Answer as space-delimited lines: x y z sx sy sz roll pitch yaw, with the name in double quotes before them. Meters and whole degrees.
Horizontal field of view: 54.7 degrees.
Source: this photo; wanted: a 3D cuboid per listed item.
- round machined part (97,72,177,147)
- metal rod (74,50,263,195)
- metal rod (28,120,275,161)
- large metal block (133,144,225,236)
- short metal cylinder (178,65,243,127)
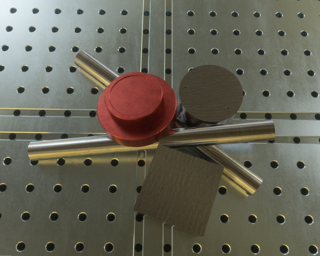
"round machined part" -0.029 -0.029 0.377 0.099 0.042 0.098 -2 61 5
"metal rod" 0.003 -0.014 0.417 0.300 0.025 0.025 37 74 12
"metal rod" -0.014 0.016 0.386 0.302 0.025 0.025 -5 70 5
"large metal block" 0.022 0.075 0.369 0.080 0.050 0.080 19 71 6
"short metal cylinder" 0.064 -0.036 0.411 0.081 0.050 0.080 0 70 0
